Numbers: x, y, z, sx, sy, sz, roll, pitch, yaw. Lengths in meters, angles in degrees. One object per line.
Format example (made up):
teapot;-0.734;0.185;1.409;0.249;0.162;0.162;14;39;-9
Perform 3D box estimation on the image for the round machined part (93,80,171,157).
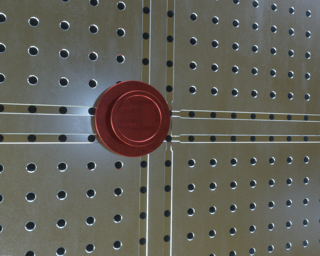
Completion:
round machined part;-0.032;-0.012;0.392;0.099;0.042;0.097;0;90;-20
